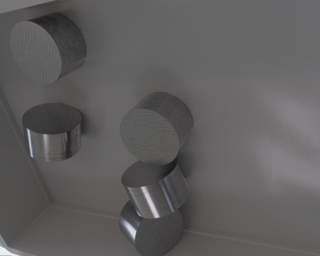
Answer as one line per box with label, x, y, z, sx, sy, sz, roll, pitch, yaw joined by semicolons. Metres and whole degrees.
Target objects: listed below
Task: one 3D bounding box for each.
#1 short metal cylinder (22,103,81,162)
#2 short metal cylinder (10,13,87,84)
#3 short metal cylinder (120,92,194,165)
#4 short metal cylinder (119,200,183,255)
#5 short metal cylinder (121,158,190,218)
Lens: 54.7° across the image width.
short metal cylinder;-0.158;0.005;0.460;0.080;0.080;0.050;21;127;15
short metal cylinder;-0.145;-0.104;0.405;0.080;0.050;0.079;13;124;21
short metal cylinder;-0.003;0.001;0.395;0.080;0.050;0.079;13;124;21
short metal cylinder;-0.013;0.141;0.458;0.050;0.081;0.080;24;135;54
short metal cylinder;-0.006;0.077;0.424;0.080;0.080;0.050;-8;114;32
